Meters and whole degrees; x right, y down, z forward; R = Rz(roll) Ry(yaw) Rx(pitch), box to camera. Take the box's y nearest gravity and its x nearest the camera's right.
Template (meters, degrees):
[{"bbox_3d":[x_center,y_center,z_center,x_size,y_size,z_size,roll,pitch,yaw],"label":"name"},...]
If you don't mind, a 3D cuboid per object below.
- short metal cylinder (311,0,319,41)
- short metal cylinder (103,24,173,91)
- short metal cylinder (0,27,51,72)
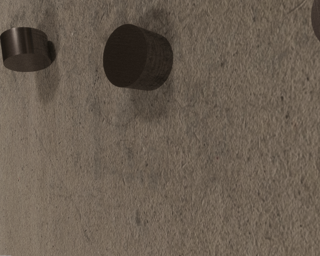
[{"bbox_3d":[0.171,-0.091,0.247,0.080,0.050,0.079,0,90,39],"label":"short metal cylinder"},{"bbox_3d":[-0.030,-0.091,0.411,0.080,0.050,0.079,0,90,39],"label":"short metal cylinder"},{"bbox_3d":[-0.246,-0.142,0.568,0.080,0.081,0.050,-20,78,38],"label":"short metal cylinder"}]
